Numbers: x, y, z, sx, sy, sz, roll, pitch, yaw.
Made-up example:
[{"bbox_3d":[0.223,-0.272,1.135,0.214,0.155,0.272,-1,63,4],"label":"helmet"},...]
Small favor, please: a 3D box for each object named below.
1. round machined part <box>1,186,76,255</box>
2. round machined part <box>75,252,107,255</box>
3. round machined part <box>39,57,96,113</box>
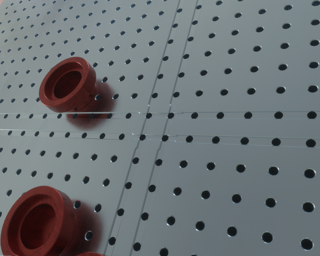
[{"bbox_3d":[-0.149,0.127,0.395,0.098,0.042,0.098,-13,56,20],"label":"round machined part"},{"bbox_3d":[-0.084,0.183,0.328,0.098,0.042,0.098,-13,56,20],"label":"round machined part"},{"bbox_3d":[-0.146,-0.066,0.513,0.098,0.042,0.098,-13,56,20],"label":"round machined part"}]
